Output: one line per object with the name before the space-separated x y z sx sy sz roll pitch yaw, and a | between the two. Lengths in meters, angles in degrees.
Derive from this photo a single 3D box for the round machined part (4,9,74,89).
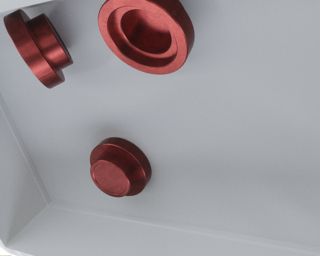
round machined part | -0.144 -0.102 0.385 0.042 0.098 0.098 -29 107 -4

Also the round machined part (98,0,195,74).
round machined part | -0.010 -0.105 0.322 0.098 0.042 0.098 19 150 12

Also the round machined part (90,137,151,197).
round machined part | -0.066 0.066 0.472 0.098 0.042 0.097 13 124 20
